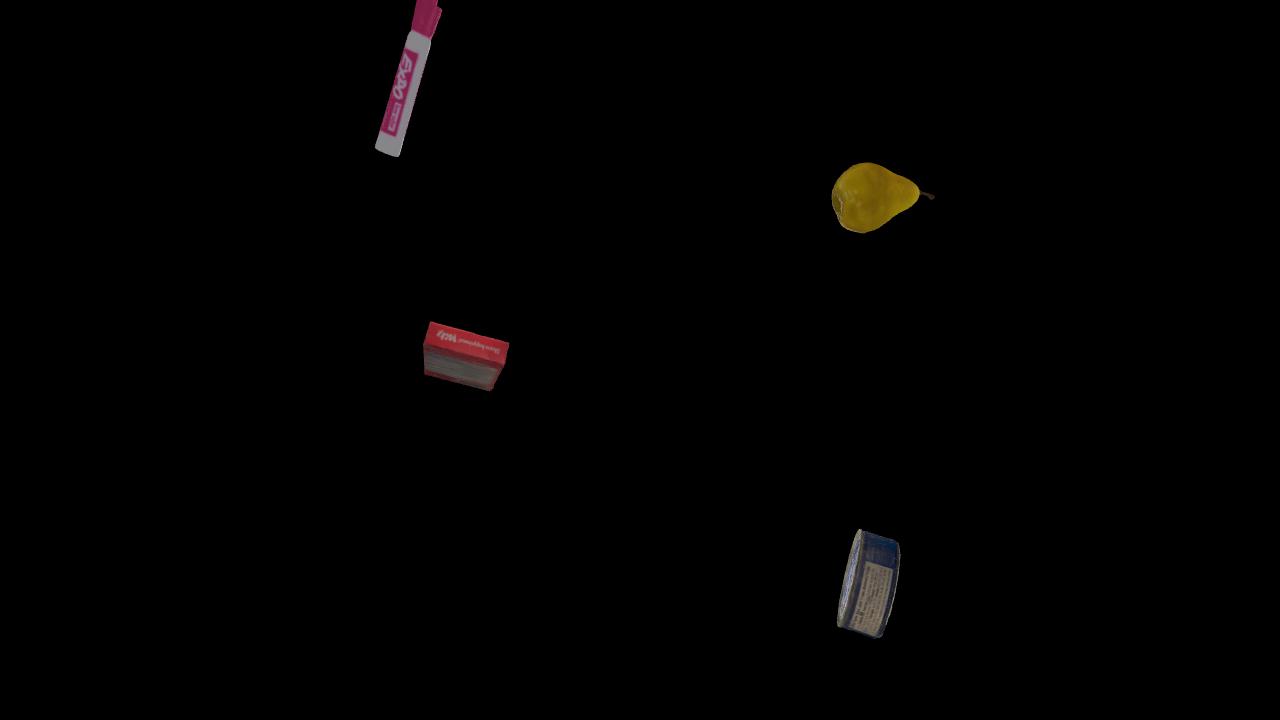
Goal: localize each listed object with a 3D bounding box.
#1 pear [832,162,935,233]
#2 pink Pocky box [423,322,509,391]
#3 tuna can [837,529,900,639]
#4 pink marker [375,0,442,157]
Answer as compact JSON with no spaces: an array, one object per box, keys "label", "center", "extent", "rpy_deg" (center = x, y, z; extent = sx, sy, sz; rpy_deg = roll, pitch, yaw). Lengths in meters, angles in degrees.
[{"label":"pear","center":[0.285,-0.196,0.719],"extent":[0.111,0.080,0.080],"rpy_deg":[-15,0,1]},{"label":"pink Pocky box","center":[-0.200,0.000,0.697],"extent":[0.084,0.029,0.155],"rpy_deg":[16,-17,-15]},{"label":"tuna can","center":[0.195,0.190,0.525],"extent":[0.034,0.084,0.084],"rpy_deg":[14,4,17]},{"label":"pink marker","center":[-0.178,-0.218,0.474],"extent":[0.020,0.121,0.020],"rpy_deg":[23,17,-8]}]
